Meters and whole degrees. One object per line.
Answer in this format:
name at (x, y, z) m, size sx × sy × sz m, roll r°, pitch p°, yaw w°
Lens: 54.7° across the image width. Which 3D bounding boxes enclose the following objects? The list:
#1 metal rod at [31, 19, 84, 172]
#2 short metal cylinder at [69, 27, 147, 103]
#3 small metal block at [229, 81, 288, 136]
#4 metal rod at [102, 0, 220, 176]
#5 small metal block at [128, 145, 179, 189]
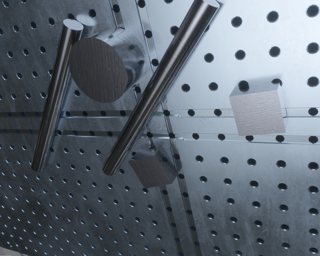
metal rod at (-0.167, -0.029, 0.481) m, size 0.025 × 0.025 × 0.298 m, roll 35°, pitch 129°, yaw 5°
short metal cylinder at (-0.063, -0.077, 0.380) m, size 0.080 × 0.050 × 0.079 m, roll 13°, pitch 124°, yaw 21°
small metal block at (0.109, -0.020, 0.341) m, size 0.050 × 0.025 × 0.050 m, roll -6°, pitch 116°, yaw 31°
metal rod at (-0.016, -0.030, 0.400) m, size 0.025 × 0.025 × 0.298 m, roll 37°, pitch 129°, yaw 3°
small metal block at (-0.009, 0.058, 0.452) m, size 0.050 × 0.025 × 0.050 m, roll -18°, pitch 109°, yaw 35°
